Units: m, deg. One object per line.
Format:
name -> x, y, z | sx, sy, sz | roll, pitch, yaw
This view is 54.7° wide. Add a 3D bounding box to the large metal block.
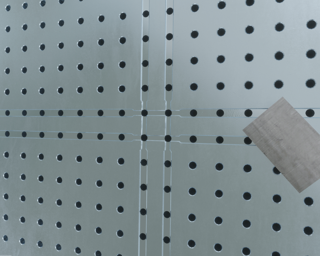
large metal block -> 0.139, 0.016, 0.334 | 0.050, 0.080, 0.080 | -43, 77, 15
